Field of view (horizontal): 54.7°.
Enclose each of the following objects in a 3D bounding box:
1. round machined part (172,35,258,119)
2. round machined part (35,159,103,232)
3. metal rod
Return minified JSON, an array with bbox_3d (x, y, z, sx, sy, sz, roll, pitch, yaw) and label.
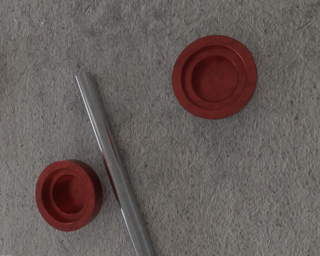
[{"bbox_3d":[0.067,-0.059,0.376,0.098,0.042,0.097,0,90,20],"label":"round machined part"},{"bbox_3d":[-0.124,0.093,0.444,0.098,0.042,0.097,0,90,20],"label":"round machined part"},{"bbox_3d":[-0.059,0.063,0.429,0.025,0.025,0.299,-23,83,18],"label":"metal rod"}]
